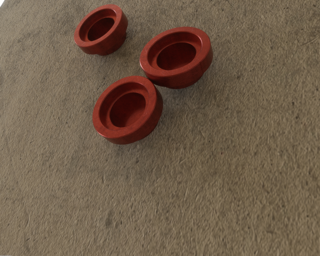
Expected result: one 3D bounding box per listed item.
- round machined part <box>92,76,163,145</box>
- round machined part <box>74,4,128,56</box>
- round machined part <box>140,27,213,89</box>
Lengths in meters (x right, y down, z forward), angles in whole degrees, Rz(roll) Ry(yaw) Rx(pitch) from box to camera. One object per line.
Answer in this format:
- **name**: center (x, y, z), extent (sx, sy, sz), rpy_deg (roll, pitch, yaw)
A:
- **round machined part**: center (-0.040, -0.020, 0.427), extent (0.098, 0.042, 0.098), rpy_deg (-13, 56, 21)
- **round machined part**: center (-0.099, -0.168, 0.548), extent (0.098, 0.042, 0.098), rpy_deg (-13, 56, 21)
- **round machined part**: center (0.025, -0.092, 0.430), extent (0.098, 0.042, 0.098), rpy_deg (-10, 51, 14)
